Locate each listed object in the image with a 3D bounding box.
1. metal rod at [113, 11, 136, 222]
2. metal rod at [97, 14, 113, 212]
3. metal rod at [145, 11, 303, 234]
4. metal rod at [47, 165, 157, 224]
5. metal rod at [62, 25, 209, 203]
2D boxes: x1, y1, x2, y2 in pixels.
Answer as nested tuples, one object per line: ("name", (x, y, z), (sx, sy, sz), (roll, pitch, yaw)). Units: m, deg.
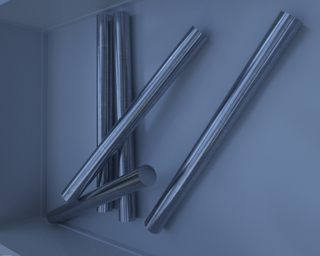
("metal rod", (-0.051, -0.017, 0.449), (0.025, 0.025, 0.298), (-3, 88, 40))
("metal rod", (-0.085, -0.022, 0.477), (0.025, 0.025, 0.298), (0, 90, 40))
("metal rod", (0.059, 0.012, 0.357), (0.025, 0.025, 0.298), (44, 116, 31))
("metal rod", (-0.104, 0.108, 0.459), (0.299, 0.025, 0.025), (-31, 71, 45))
("metal rod", (-0.044, -0.006, 0.415), (0.299, 0.025, 0.025), (-50, 61, 19))
